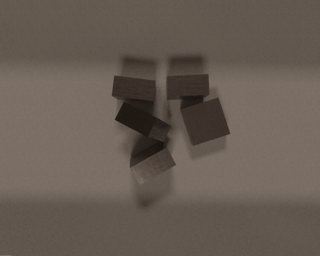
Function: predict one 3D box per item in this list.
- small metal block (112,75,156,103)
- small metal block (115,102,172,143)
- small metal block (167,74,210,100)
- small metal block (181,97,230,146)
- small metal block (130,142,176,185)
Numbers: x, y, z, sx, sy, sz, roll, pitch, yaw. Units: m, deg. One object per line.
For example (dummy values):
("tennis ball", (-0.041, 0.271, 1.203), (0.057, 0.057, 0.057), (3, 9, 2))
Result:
("small metal block", (-0.032, -0.048, 0.399), (0.050, 0.050, 0.025), (7, 90, -1))
("small metal block", (-0.020, -0.006, 0.391), (0.050, 0.050, 0.025), (27, 90, 24))
("small metal block", (0.034, -0.052, 0.399), (0.050, 0.050, 0.025), (-3, 90, -1))
("small metal block", (0.059, -0.008, 0.412), (0.050, 0.025, 0.050), (-18, 90, -1))
("small metal block", (-0.010, 0.043, 0.397), (0.050, 0.050, 0.025), (-29, 100, 0))
